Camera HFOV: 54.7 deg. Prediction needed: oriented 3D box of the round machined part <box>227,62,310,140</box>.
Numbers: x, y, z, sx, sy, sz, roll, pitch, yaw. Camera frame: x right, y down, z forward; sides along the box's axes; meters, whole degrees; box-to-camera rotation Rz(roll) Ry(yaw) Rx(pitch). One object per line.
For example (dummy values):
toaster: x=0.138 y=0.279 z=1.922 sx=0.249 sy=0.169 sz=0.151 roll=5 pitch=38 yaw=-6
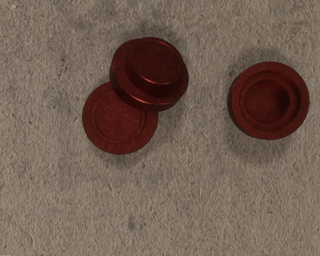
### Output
round machined part: x=0.136 y=-0.034 z=0.403 sx=0.099 sy=0.042 sz=0.097 roll=0 pitch=90 yaw=-1

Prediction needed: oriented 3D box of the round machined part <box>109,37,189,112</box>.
round machined part: x=-0.010 y=-0.072 z=0.379 sx=0.099 sy=0.042 sz=0.098 roll=8 pitch=63 yaw=-16

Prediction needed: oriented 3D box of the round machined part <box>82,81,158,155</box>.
round machined part: x=-0.052 y=-0.014 z=0.401 sx=0.099 sy=0.042 sz=0.097 roll=0 pitch=90 yaw=-1
